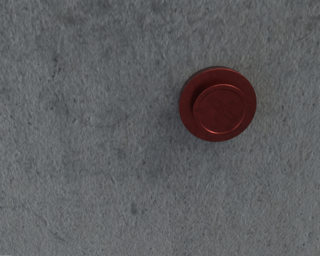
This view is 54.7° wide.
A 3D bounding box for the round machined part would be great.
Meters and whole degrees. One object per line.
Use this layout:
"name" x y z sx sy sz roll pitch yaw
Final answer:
"round machined part" 0.074 -0.027 0.392 0.099 0.042 0.097 0 110 -1
